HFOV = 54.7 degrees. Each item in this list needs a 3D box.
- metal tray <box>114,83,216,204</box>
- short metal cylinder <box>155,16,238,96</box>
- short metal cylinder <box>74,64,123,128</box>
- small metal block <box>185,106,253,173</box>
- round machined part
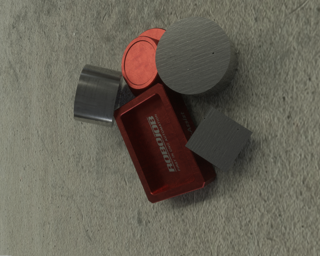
[{"bbox_3d":[0.003,0.020,0.386,0.090,0.030,0.129,-28,82,36],"label":"metal tray"},{"bbox_3d":[0.042,-0.075,0.342,0.080,0.050,0.079,1,92,22],"label":"short metal cylinder"},{"bbox_3d":[-0.084,-0.044,0.431,0.050,0.080,0.079,12,101,-5],"label":"short metal cylinder"},{"bbox_3d":[0.062,0.013,0.332,0.050,0.025,0.050,33,88,6],"label":"small metal block"},{"bbox_3d":[-0.012,-0.082,0.406,0.098,0.042,0.097,0,90,40],"label":"round machined part"}]
